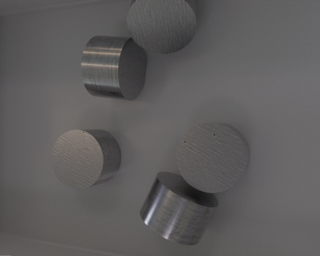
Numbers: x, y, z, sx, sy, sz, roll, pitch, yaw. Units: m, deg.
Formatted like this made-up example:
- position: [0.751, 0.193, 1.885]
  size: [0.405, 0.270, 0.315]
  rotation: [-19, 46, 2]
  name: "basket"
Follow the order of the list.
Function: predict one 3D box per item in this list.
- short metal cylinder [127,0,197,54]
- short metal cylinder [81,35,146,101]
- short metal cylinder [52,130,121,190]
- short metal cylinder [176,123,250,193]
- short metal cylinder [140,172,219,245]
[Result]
- position: [0.004, -0.137, 0.373]
  size: [0.080, 0.080, 0.050]
  rotation: [-11, 47, 19]
  name: "short metal cylinder"
- position: [-0.057, -0.078, 0.401]
  size: [0.050, 0.080, 0.079]
  rotation: [8, 93, 20]
  name: "short metal cylinder"
- position: [-0.102, 0.042, 0.433]
  size: [0.080, 0.050, 0.080]
  rotation: [0, 90, 20]
  name: "short metal cylinder"
- position: [0.065, 0.034, 0.374]
  size: [0.080, 0.050, 0.080]
  rotation: [0, 90, 20]
  name: "short metal cylinder"
- position: [0.023, 0.094, 0.373]
  size: [0.080, 0.080, 0.050]
  rotation: [27, 99, 18]
  name: "short metal cylinder"
